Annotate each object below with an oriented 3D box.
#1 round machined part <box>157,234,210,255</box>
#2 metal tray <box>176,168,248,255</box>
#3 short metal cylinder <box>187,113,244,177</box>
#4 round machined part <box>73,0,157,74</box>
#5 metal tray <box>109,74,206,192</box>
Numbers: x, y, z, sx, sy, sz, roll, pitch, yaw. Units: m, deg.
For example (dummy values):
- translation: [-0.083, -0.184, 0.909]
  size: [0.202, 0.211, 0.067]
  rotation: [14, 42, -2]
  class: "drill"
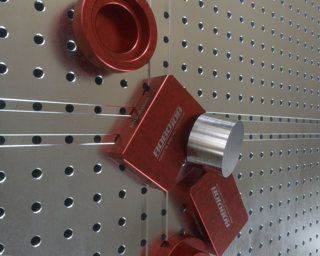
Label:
- translation: [0.039, 0.203, 0.434]
  size: [0.099, 0.042, 0.097]
  rotation: [0, 90, -40]
  class: "round machined part"
- translation: [0.085, 0.118, 0.480]
  size: [0.091, 0.030, 0.129]
  rotation: [-37, 113, -34]
  class: "metal tray"
- translation: [0.079, 0.023, 0.432]
  size: [0.080, 0.050, 0.079]
  rotation: [-34, 131, -49]
  class: "short metal cylinder"
- translation: [-0.054, -0.111, 0.354]
  size: [0.099, 0.042, 0.097]
  rotation: [0, 90, -40]
  class: "round machined part"
- translation: [0.003, 0.006, 0.410]
  size: [0.090, 0.030, 0.130]
  rotation: [43, 64, -32]
  class: "metal tray"
